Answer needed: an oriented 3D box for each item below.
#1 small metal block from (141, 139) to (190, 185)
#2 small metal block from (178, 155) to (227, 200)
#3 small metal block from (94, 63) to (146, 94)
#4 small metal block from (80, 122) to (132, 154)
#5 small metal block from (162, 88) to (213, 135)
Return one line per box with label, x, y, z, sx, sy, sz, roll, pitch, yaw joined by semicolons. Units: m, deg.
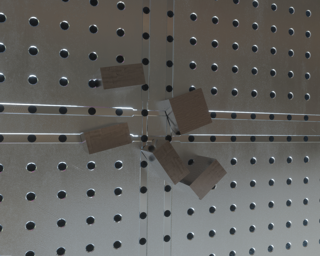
small metal block;0.006;0.042;0.401;0.025;0.050;0.050;-37;102;-16
small metal block;0.054;0.065;0.419;0.050;0.050;0.025;-42;104;-15
small metal block;-0.051;-0.060;0.380;0.050;0.050;0.025;-11;94;-20
small metal block;-0.067;0.011;0.375;0.050;0.050;0.025;-15;95;-19
small metal block;0.038;-0.023;0.426;0.050;0.025;0.050;-21;97;-19
